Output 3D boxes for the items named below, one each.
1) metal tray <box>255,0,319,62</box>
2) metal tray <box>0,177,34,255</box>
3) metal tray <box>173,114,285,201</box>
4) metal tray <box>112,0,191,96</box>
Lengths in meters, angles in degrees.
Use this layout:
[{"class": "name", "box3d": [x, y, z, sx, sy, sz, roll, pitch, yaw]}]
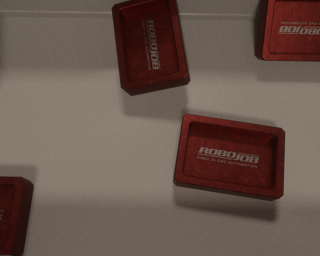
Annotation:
[{"class": "metal tray", "box3d": [0.208, -0.140, 0.435, 0.131, 0.030, 0.089, 1, 108, -1]}, {"class": "metal tray", "box3d": [-0.226, 0.104, 0.366, 0.131, 0.030, 0.090, 1, 70, 0]}, {"class": "metal tray", "box3d": [0.088, 0.037, 0.394, 0.131, 0.030, 0.090, 9, 70, 3]}, {"class": "metal tray", "box3d": [-0.013, -0.117, 0.429, 0.090, 0.030, 0.129, -10, 77, 10]}]
